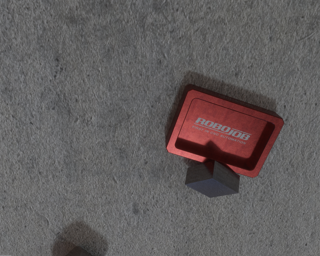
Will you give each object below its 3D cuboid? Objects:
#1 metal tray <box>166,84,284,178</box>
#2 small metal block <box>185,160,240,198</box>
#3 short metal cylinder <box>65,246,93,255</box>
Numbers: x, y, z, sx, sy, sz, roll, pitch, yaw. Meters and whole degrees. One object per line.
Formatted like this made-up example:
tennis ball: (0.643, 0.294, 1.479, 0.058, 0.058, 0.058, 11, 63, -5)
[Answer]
metal tray: (0.082, 0.005, 0.409, 0.131, 0.030, 0.089, 17, 109, -7)
small metal block: (0.070, 0.070, 0.417, 0.050, 0.025, 0.050, 32, 145, -28)
short metal cylinder: (-0.126, 0.227, 0.463, 0.050, 0.080, 0.080, 43, 105, -14)
